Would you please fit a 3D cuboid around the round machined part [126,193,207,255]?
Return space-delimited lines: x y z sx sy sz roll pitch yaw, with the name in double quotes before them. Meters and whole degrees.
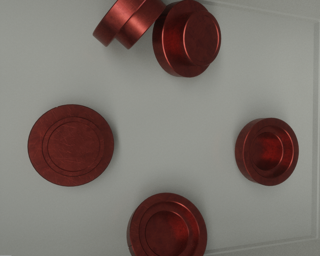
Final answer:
"round machined part" 0.006 0.135 0.392 0.099 0.042 0.098 8 61 -14

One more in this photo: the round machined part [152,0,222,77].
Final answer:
"round machined part" 0.042 -0.115 0.401 0.099 0.042 0.097 -10 106 -38

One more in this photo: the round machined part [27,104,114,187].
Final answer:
"round machined part" -0.102 0.020 0.364 0.099 0.042 0.097 0 90 -21

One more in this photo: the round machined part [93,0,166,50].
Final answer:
"round machined part" -0.030 -0.131 0.361 0.042 0.098 0.098 41 77 -16

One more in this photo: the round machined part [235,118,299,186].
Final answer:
"round machined part" 0.152 0.034 0.460 0.099 0.042 0.097 0 90 -21
